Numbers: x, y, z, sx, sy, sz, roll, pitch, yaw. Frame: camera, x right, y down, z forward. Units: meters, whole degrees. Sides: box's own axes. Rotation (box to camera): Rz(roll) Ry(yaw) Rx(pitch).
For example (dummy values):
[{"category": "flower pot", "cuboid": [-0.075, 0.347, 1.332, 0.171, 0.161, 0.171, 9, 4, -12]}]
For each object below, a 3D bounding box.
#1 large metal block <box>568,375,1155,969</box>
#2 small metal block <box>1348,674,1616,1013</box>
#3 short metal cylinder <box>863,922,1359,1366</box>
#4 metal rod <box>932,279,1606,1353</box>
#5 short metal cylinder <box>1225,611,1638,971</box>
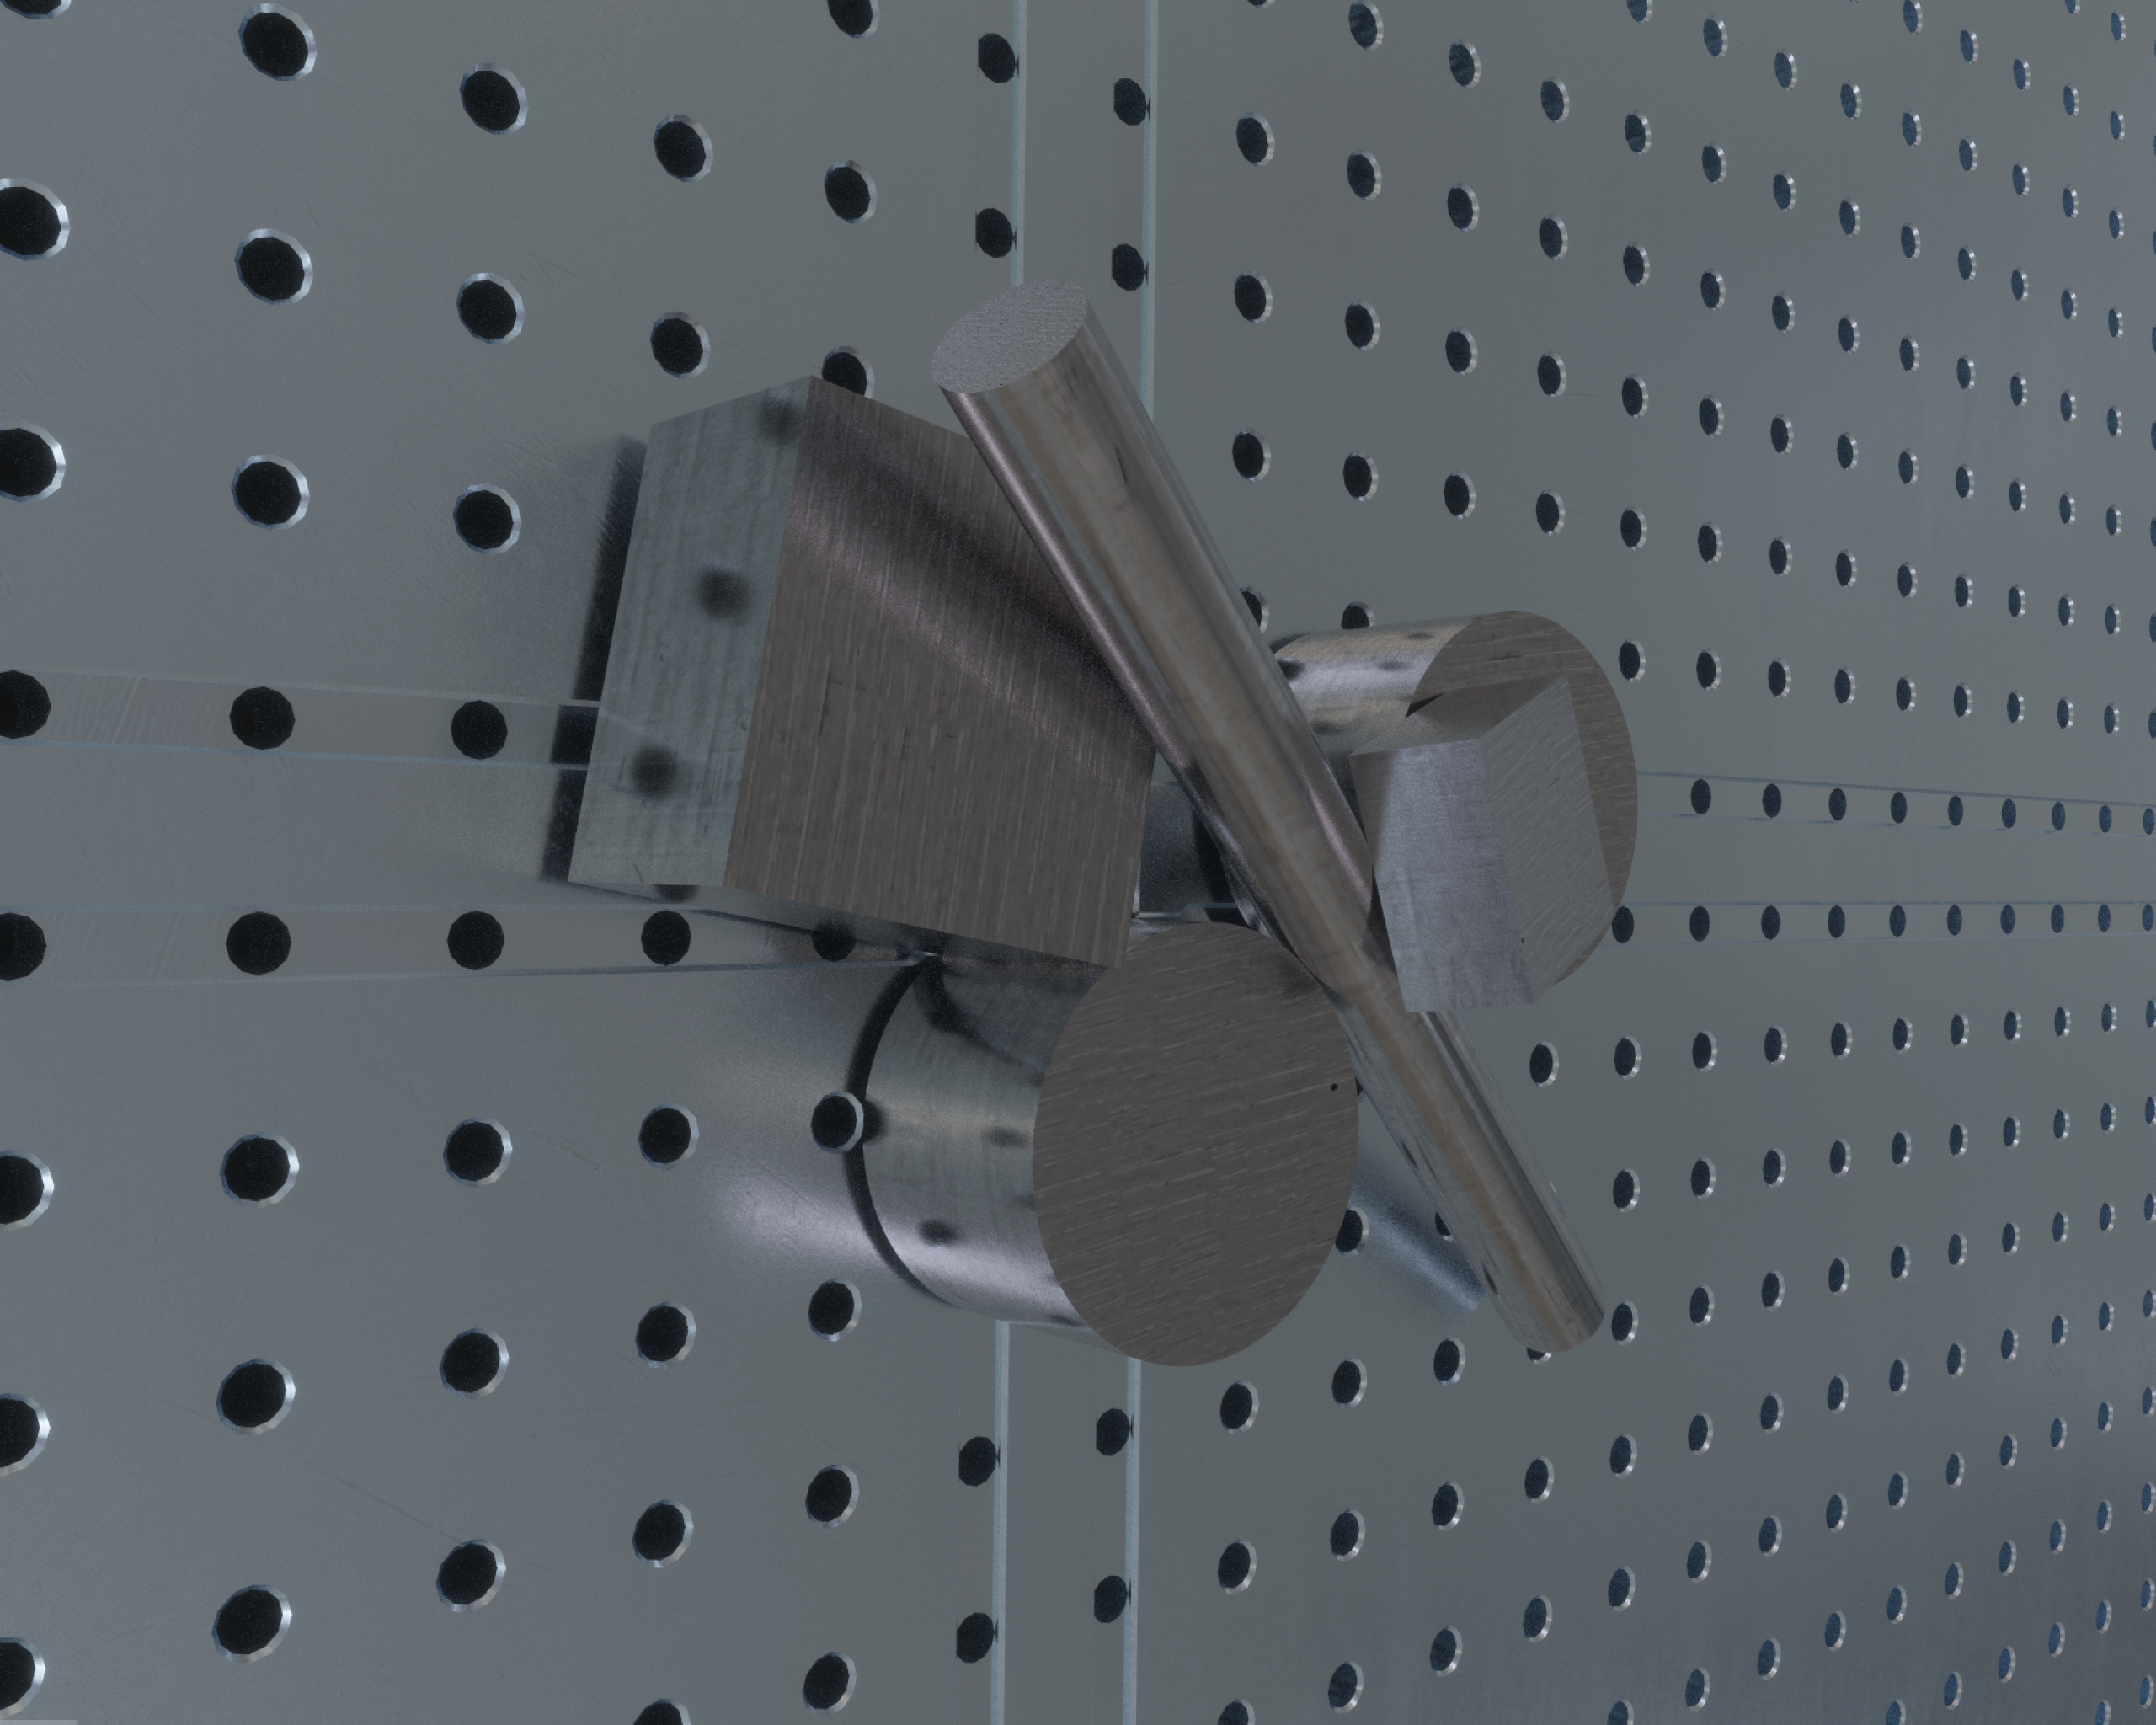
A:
[{"category": "large metal block", "cuboid": [-0.033, -0.028, 0.359, 0.081, 0.050, 0.080, 14, 81, -39]}, {"category": "small metal block", "cuboid": [0.078, -0.004, 0.396, 0.050, 0.025, 0.050, -31, 110, -55]}, {"category": "short metal cylinder", "cuboid": [0.007, 0.050, 0.394, 0.081, 0.050, 0.079, 0, 90, -40]}, {"category": "metal rod", "cuboid": [0.053, 0.015, 0.403, 0.025, 0.025, 0.300, -58, 137, -24]}, {"category": "short metal cylinder", "cuboid": [0.076, -0.013, 0.453, 0.081, 0.050, 0.079, 0, 90, -40]}]
